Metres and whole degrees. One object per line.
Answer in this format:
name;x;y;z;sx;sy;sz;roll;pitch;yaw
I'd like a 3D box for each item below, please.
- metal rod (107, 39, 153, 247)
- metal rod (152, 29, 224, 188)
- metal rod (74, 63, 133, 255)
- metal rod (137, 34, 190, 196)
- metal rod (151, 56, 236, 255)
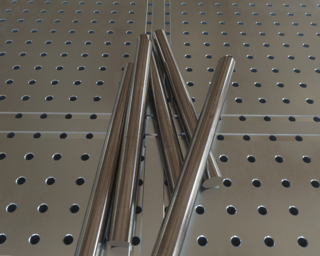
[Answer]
metal rod;-0.032;-0.007;0.396;0.025;0.025;0.300;3;55;2
metal rod;0.030;-0.050;0.449;0.025;0.025;0.300;-9;51;-8
metal rod;-0.058;0.022;0.388;0.025;0.025;0.300;4;50;3
metal rod;-0.002;-0.039;0.440;0.025;0.025;0.300;-7;50;-7
metal rod;0.049;0.016;0.361;0.025;0.025;0.300;15;52;12
